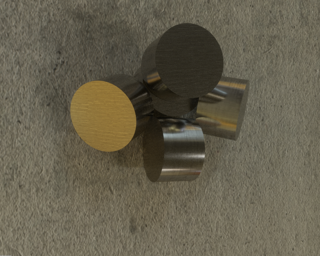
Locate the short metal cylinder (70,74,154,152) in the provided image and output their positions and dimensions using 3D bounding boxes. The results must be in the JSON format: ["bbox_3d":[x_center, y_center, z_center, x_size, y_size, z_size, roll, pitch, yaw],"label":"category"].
[{"bbox_3d":[-0.054,-0.019,0.356,0.080,0.050,0.079,6,110,19],"label":"short metal cylinder"}]

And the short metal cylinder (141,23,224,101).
[{"bbox_3d":[0.024,-0.072,0.353,0.081,0.050,0.079,0,90,-21],"label":"short metal cylinder"}]

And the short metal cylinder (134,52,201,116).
[{"bbox_3d":[0.009,-0.054,0.401,0.081,0.050,0.079,0,90,-21],"label":"short metal cylinder"}]

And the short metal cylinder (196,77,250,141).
[{"bbox_3d":[0.083,-0.027,0.407,0.050,0.080,0.080,13,85,19],"label":"short metal cylinder"}]

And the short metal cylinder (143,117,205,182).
[{"bbox_3d":[0.015,0.027,0.386,0.050,0.080,0.079,2,90,-20],"label":"short metal cylinder"}]
